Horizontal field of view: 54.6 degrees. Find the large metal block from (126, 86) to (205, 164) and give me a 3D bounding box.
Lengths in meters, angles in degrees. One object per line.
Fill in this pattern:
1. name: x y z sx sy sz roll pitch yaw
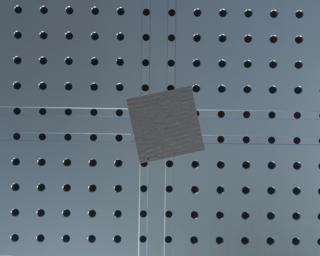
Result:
1. large metal block: 0.007 -0.004 0.400 0.080 0.050 0.080 -12 90 0
